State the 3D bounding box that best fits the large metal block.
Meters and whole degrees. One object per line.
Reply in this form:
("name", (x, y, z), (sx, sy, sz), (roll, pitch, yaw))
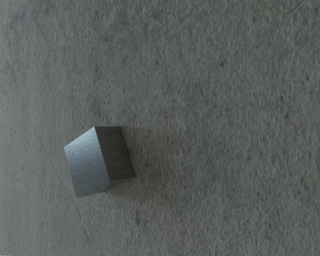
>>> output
("large metal block", (-0.091, 0.050, 0.461), (0.080, 0.050, 0.080), (-30, 72, 35))
